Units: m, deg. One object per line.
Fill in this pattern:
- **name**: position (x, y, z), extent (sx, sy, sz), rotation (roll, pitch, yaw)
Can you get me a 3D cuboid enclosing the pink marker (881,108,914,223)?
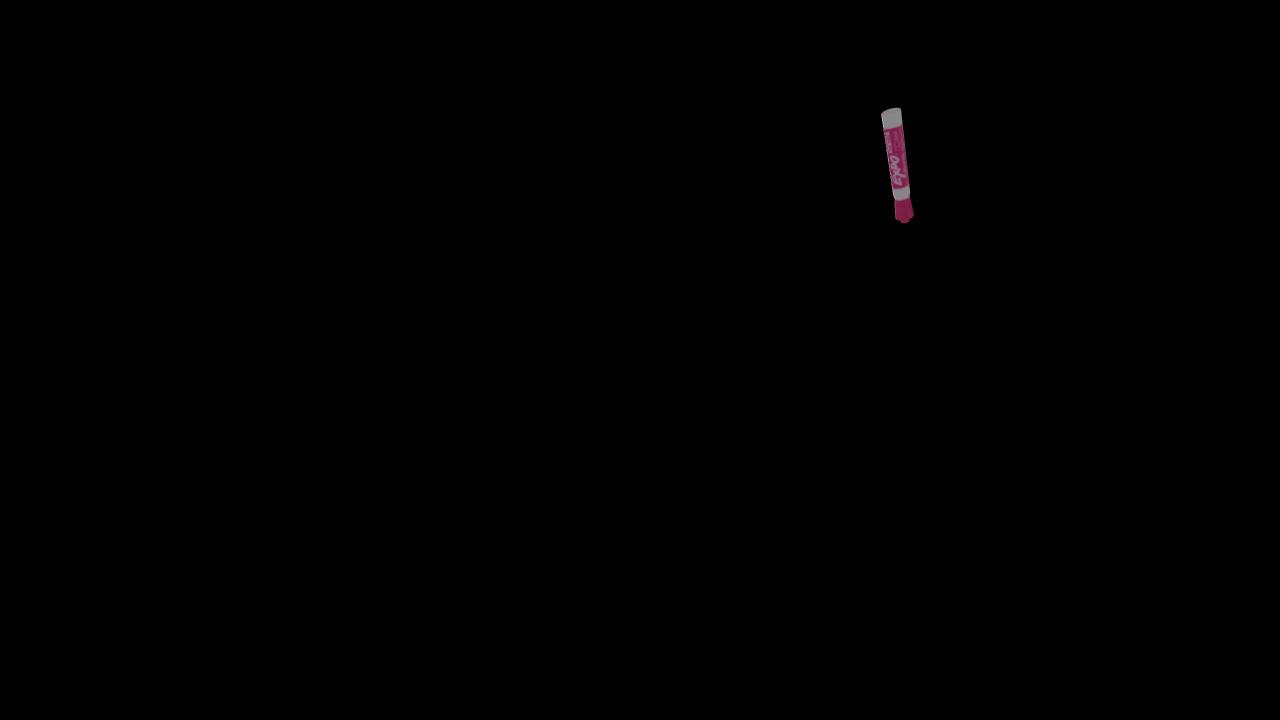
- **pink marker**: position (0.271, -0.201, 0.645), extent (0.020, 0.121, 0.020), rotation (-17, 29, 10)
